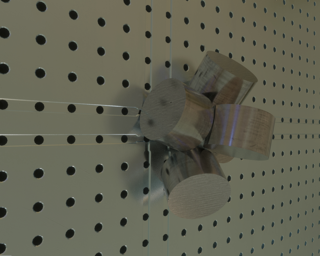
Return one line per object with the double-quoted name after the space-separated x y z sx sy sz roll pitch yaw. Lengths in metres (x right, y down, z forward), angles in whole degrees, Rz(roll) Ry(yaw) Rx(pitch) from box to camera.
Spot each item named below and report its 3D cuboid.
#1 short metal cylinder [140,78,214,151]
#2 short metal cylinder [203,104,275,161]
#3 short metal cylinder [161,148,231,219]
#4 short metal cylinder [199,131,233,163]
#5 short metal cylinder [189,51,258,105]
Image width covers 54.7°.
0.020 -0.016 0.389 0.050 0.080 0.080 24 75 -38 "short metal cylinder"
0.099 0.007 0.390 0.080 0.080 0.050 22 76 -38 "short metal cylinder"
0.045 0.072 0.403 0.081 0.050 0.079 -6 125 -8 "short metal cylinder"
0.074 0.010 0.453 0.081 0.050 0.080 1 88 -39 "short metal cylinder"
0.089 -0.066 0.438 0.081 0.080 0.050 3 128 -40 "short metal cylinder"
